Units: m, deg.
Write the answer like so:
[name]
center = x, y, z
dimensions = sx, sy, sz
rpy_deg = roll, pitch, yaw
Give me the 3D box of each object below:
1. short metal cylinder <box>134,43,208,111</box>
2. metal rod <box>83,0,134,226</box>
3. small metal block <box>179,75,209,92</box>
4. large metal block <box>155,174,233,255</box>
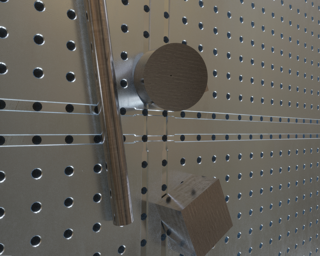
[short metal cylinder]
center = 0.012, -0.063, 0.387
dimensions = 0.081, 0.050, 0.079
rpy_deg = -3, 99, -18
[metal rod]
center = -0.061, -0.034, 0.359
dimensions = 0.025, 0.025, 0.298
rpy_deg = -11, 97, -40
[small metal block]
center = 0.039, -0.070, 0.444
dimensions = 0.050, 0.025, 0.050
rpy_deg = -25, 106, -37
[large metal block]
center = 0.050, 0.123, 0.438
dimensions = 0.081, 0.050, 0.080
rpy_deg = -31, 109, -36
